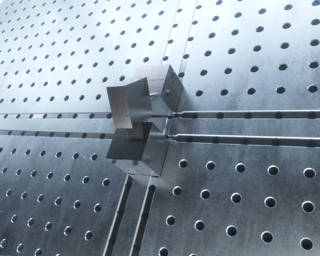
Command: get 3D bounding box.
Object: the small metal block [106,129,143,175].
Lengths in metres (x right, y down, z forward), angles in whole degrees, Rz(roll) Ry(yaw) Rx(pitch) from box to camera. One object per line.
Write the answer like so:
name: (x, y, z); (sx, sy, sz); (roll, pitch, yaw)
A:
small metal block: (-0.037, 0.026, 0.394); (0.025, 0.050, 0.050); (1, 63, 29)

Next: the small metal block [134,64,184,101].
small metal block: (-0.002, -0.062, 0.429); (0.050, 0.050, 0.025); (2, 63, 29)

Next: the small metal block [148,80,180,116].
small metal block: (-0.008, -0.039, 0.419); (0.050, 0.050, 0.025); (2, 63, 29)

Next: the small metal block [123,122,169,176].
small metal block: (-0.016, 0.026, 0.381); (0.025, 0.050, 0.050); (1, 63, 29)

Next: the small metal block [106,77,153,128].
small metal block: (-0.035, -0.031, 0.375); (0.025, 0.050, 0.050); (0, 19, 29)
